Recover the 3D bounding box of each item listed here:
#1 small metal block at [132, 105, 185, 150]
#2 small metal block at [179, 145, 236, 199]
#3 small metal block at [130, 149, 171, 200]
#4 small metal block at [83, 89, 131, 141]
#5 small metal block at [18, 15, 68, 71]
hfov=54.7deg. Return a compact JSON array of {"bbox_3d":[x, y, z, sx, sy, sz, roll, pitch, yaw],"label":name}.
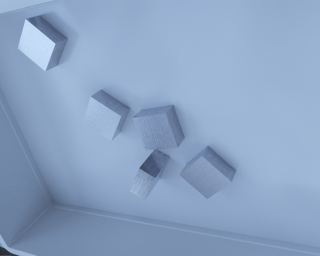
[{"bbox_3d":[-0.001,0.000,0.410,0.050,0.025,0.050,-7,115,31],"label":"small metal block"},{"bbox_3d":[0.063,0.060,0.412,0.050,0.025,0.050,41,129,-1],"label":"small metal block"},{"bbox_3d":[-0.014,0.065,0.440,0.025,0.050,0.050,30,128,9],"label":"small metal block"},{"bbox_3d":[-0.076,-0.018,0.438,0.050,0.025,0.050,33,129,6],"label":"small metal block"},{"bbox_3d":[-0.160,-0.115,0.422,0.050,0.025,0.050,40,129,1],"label":"small metal block"}]
